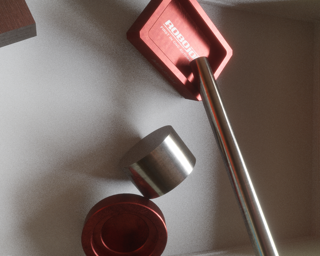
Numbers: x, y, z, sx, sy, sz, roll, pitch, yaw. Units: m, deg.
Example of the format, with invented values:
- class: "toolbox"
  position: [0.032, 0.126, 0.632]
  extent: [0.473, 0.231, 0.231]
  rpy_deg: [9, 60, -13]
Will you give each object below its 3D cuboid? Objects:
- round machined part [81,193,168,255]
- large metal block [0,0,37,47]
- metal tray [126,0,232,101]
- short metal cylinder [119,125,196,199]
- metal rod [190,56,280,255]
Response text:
- class: "round machined part"
  position: [-0.042, 0.122, 0.375]
  extent: [0.099, 0.042, 0.097]
  rpy_deg: [-2, 108, -5]
- class: "large metal block"
  position: [-0.188, -0.129, 0.327]
  extent: [0.081, 0.050, 0.080]
  rpy_deg: [-26, 99, -18]
- class: "metal tray"
  position: [0.031, -0.107, 0.399]
  extent: [0.130, 0.030, 0.090]
  rpy_deg: [41, 76, -34]
- class: "short metal cylinder"
  position: [-0.003, 0.041, 0.381]
  extent: [0.080, 0.080, 0.050]
  rpy_deg: [-40, 103, -16]
- class: "metal rod"
  position: [0.092, 0.050, 0.370]
  extent: [0.025, 0.025, 0.299]
  rpy_deg: [-11, 74, -20]
